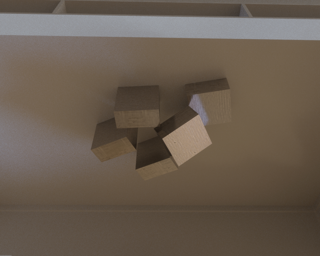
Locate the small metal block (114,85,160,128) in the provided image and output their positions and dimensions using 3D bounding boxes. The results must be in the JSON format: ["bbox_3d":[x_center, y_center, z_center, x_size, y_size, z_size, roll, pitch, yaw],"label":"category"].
[{"bbox_3d":[-0.026,-0.026,0.370,0.050,0.050,0.025,-2,130,1],"label":"small metal block"}]

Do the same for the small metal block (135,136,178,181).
[{"bbox_3d":[-0.004,0.038,0.425,0.050,0.050,0.025,-21,127,17],"label":"small metal block"}]

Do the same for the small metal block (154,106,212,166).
[{"bbox_3d":[0.028,0.010,0.373,0.050,0.025,0.050,-34,127,-6],"label":"small metal block"}]

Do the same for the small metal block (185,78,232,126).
[{"bbox_3d":[0.060,-0.031,0.384,0.050,0.025,0.050,-8,130,6],"label":"small metal block"}]

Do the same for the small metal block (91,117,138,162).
[{"bbox_3d":[-0.057,0.011,0.401,0.050,0.050,0.025,-20,127,16],"label":"small metal block"}]
